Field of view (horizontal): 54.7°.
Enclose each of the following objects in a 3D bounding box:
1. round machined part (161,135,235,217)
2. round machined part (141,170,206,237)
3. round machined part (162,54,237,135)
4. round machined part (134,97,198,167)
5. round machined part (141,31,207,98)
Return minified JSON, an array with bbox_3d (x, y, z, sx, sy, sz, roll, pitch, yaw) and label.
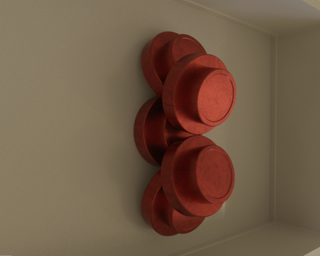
[{"bbox_3d":[0.052,0.056,0.371,0.099,0.042,0.098,11,72,-38],"label":"round machined part"},{"bbox_3d":[0.028,0.096,0.399,0.099,0.042,0.097,-15,114,-36],"label":"round machined part"},{"bbox_3d":[0.054,-0.039,0.372,0.099,0.042,0.097,-13,110,-37],"label":"round machined part"},{"bbox_3d":[0.018,0.004,0.408,0.099,0.042,0.097,1,88,-40],"label":"round machined part"},{"bbox_3d":[0.028,-0.082,0.402,0.099,0.042,0.098,16,64,-35],"label":"round machined part"}]
